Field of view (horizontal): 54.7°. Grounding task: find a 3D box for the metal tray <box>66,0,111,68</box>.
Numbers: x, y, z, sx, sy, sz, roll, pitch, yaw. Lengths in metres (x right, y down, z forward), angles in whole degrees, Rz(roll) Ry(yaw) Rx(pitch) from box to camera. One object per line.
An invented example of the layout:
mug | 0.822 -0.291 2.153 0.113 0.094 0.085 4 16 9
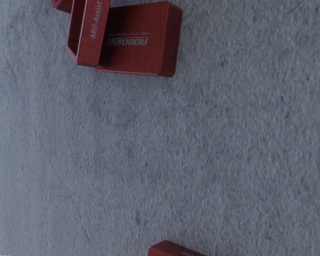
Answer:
metal tray | -0.103 -0.162 0.444 0.090 0.030 0.129 47 126 53

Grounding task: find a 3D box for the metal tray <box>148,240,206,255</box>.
metal tray | 0.042 0.198 0.365 0.130 0.030 0.089 6 94 39

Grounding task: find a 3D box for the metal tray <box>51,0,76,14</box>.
metal tray | -0.141 -0.268 0.514 0.130 0.030 0.090 -33 70 34

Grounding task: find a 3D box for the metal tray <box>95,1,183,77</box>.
metal tray | -0.035 -0.120 0.428 0.130 0.030 0.089 12 98 39
